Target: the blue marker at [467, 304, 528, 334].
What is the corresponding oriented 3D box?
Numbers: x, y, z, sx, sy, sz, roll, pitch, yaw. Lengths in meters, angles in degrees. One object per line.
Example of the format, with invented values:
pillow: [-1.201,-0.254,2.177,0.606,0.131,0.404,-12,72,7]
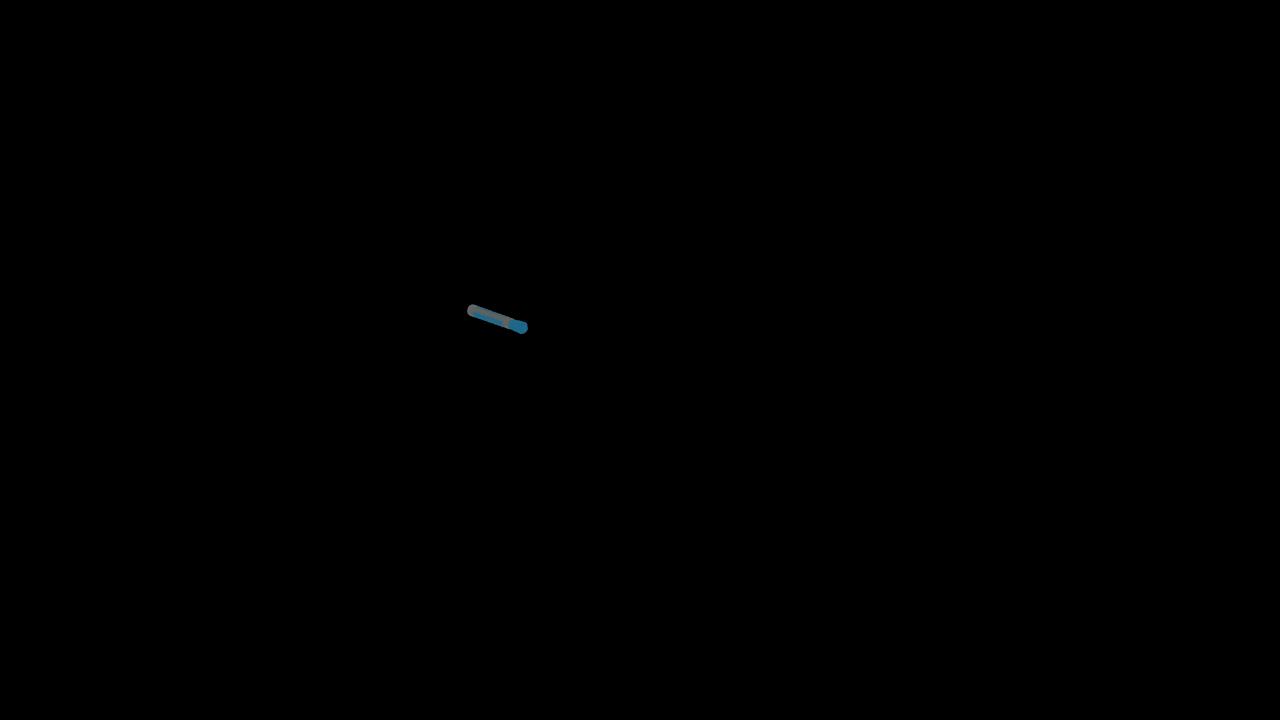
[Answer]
blue marker: [-0.214,-0.062,0.927,0.121,0.020,0.020,19,10,32]
